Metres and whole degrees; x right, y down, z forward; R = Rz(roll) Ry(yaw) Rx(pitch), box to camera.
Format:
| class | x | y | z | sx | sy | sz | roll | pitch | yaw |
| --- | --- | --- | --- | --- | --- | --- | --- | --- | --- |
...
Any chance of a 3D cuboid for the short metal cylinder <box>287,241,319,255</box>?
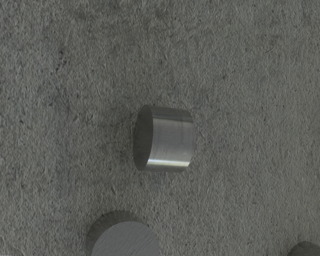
| class | x | y | z | sx | sy | sz | roll | pitch | yaw |
| --- | --- | --- | --- | --- | --- | --- | --- | --- | --- |
| short metal cylinder | 0.245 | 0.227 | 0.486 | 0.081 | 0.050 | 0.080 | 0 | 90 | -20 |

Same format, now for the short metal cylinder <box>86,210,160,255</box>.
| class | x | y | z | sx | sy | sz | roll | pitch | yaw |
| --- | --- | --- | --- | --- | --- | --- | --- | --- | --- |
| short metal cylinder | -0.047 | 0.147 | 0.379 | 0.081 | 0.050 | 0.080 | 0 | 90 | -20 |

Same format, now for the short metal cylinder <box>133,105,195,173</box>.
| class | x | y | z | sx | sy | sz | roll | pitch | yaw |
| --- | --- | --- | --- | --- | --- | --- | --- | --- | --- |
| short metal cylinder | 0.002 | 0.014 | 0.380 | 0.050 | 0.080 | 0.080 | 6 | 88 | -20 |
